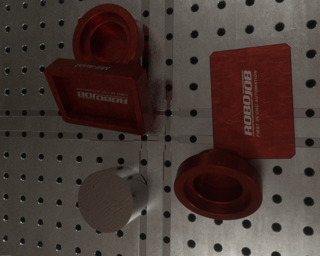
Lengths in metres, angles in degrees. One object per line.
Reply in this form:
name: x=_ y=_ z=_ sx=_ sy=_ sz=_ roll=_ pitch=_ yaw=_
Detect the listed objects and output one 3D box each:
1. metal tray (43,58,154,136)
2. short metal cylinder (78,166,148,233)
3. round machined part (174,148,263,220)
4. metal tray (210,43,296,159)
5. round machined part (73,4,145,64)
metal tray: x=-0.078 y=-0.041 z=0.409 sx=0.130 sy=0.030 sz=0.089 roll=9 pitch=133 yaw=19
short metal cylinder: x=-0.062 y=0.094 z=0.420 sx=0.080 sy=0.050 sz=0.079 roll=0 pitch=90 yaw=19
round machined part: x=0.069 y=0.062 z=0.362 sx=0.098 sy=0.042 sz=0.097 roll=9 pitch=133 yaw=10
metal tray: x=0.110 y=-0.029 z=0.371 sx=0.090 sy=0.030 sz=0.129 roll=-3 pitch=89 yaw=19
round machined part: x=-0.066 y=-0.115 z=0.426 sx=0.098 sy=0.042 sz=0.097 roll=0 pitch=90 yaw=19
